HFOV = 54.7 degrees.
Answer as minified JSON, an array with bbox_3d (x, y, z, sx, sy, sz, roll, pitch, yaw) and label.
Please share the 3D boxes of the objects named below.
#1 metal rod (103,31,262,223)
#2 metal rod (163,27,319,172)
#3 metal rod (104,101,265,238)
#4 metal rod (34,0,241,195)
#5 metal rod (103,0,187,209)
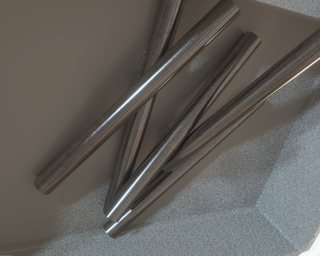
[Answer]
[{"bbox_3d":[0.029,-0.001,0.406,0.300,0.025,0.025,-51,129,0],"label":"metal rod"},{"bbox_3d":[0.097,-0.028,0.363,0.025,0.025,0.299,17,136,-35],"label":"metal rod"},{"bbox_3d":[0.036,0.055,0.463,0.300,0.025,0.025,-42,130,0],"label":"metal rod"},{"bbox_3d":[-0.034,-0.028,0.348,0.300,0.025,0.025,-42,130,11],"label":"metal rod"},{"bbox_3d":[-0.026,-0.011,0.388,0.025,0.025,0.298,4,117,-31],"label":"metal rod"}]
